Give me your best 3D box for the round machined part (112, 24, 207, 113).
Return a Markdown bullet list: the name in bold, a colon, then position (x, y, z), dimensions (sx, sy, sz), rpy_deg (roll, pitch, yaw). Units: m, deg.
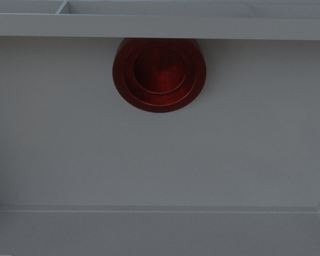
- **round machined part**: position (0.000, -0.067, 0.340), dimensions (0.099, 0.042, 0.097), rpy_deg (0, 130, 0)
